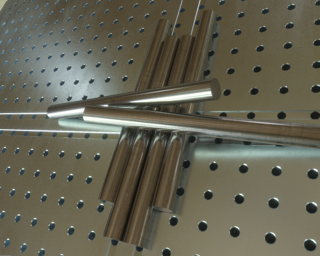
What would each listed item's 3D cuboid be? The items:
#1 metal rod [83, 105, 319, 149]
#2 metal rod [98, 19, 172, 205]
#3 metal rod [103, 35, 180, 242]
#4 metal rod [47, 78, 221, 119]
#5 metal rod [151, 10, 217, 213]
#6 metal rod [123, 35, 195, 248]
[{"bbox_3d":[0.044,-0.004,0.362,0.301,0.025,0.025,6,65,21],"label":"metal rod"},{"bbox_3d":[-0.029,-0.039,0.447,0.025,0.025,0.300,1,62,29],"label":"metal rod"},{"bbox_3d":[-0.017,-0.003,0.419,0.025,0.025,0.300,2,62,29],"label":"metal rod"},{"bbox_3d":[-0.058,-0.035,0.432,0.300,0.025,0.025,-4,60,36],"label":"metal rod"},{"bbox_3d":[0.039,-0.040,0.412,0.025,0.025,0.300,1,62,29],"label":"metal rod"},{"bbox_3d":[0.007,-0.001,0.407,0.025,0.025,0.300,1,62,29],"label":"metal rod"}]
